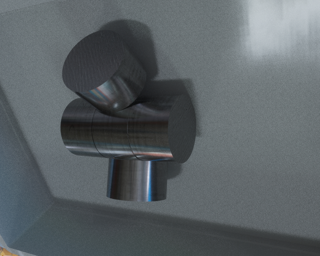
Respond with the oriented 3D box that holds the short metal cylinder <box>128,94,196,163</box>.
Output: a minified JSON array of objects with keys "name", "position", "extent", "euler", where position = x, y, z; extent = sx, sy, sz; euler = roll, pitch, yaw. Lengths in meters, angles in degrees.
[{"name":"short metal cylinder","position":[0.005,0.000,0.369],"extent":[0.050,0.080,0.080],"euler":[2,119,28]}]

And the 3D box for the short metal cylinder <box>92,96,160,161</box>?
[{"name":"short metal cylinder","position":[-0.040,0.000,0.392],"extent":[0.050,0.080,0.080],"euler":[2,119,28]}]

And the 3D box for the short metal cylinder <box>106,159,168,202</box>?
[{"name":"short metal cylinder","position":[-0.030,0.068,0.420],"extent":[0.080,0.080,0.050],"euler":[0,85,28]}]

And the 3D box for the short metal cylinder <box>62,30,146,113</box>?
[{"name":"short metal cylinder","position":[-0.063,-0.064,0.355],"extent":[0.080,0.080,0.050],"euler":[2,157,27]}]

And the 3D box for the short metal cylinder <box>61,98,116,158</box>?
[{"name":"short metal cylinder","position":[-0.085,-0.001,0.415],"extent":[0.050,0.080,0.080],"euler":[2,119,28]}]
